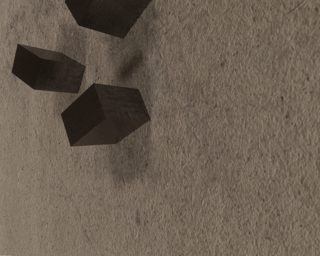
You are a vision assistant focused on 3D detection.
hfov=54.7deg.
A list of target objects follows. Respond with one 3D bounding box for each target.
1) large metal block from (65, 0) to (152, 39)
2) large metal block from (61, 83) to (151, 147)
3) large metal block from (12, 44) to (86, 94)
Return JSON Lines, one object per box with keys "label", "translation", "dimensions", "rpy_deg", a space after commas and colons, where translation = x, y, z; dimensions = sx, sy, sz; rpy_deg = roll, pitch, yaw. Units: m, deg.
{"label": "large metal block", "translation": [-0.068, -0.177, 0.423], "dimensions": [0.080, 0.081, 0.050], "rpy_deg": [-46, 63, 30]}
{"label": "large metal block", "translation": [-0.075, -0.016, 0.429], "dimensions": [0.080, 0.081, 0.050], "rpy_deg": [-34, 70, 35]}
{"label": "large metal block", "translation": [-0.187, -0.098, 0.520], "dimensions": [0.080, 0.081, 0.050], "rpy_deg": [32, 110, 35]}
